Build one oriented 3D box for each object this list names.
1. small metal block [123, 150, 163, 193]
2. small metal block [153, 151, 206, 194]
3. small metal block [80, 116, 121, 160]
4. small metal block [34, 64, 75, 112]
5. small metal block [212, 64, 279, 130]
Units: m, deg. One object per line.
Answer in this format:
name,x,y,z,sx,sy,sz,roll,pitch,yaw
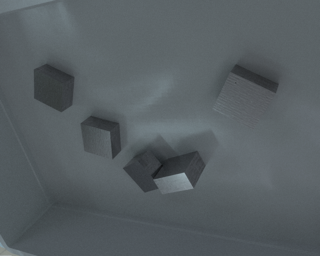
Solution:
small metal block,-0.019,0.064,0.450,0.050,0.025,0.050,49,144,-7
small metal block,0.027,0.060,0.415,0.050,0.050,0.025,-19,108,35
small metal block,-0.088,0.014,0.464,0.050,0.025,0.050,14,124,20
small metal block,-0.156,-0.059,0.455,0.050,0.025,0.050,26,128,12
small metal block,0.093,-0.034,0.339,0.050,0.025,0.050,28,128,10
